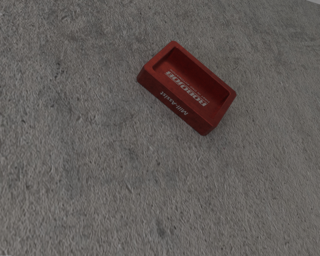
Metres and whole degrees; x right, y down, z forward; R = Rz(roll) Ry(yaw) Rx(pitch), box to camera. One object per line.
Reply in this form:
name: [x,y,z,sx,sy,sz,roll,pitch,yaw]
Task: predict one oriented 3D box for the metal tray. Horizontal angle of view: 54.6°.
metal tray: [0.042,-0.061,0.459,0.130,0.030,0.090,40,51,-1]
